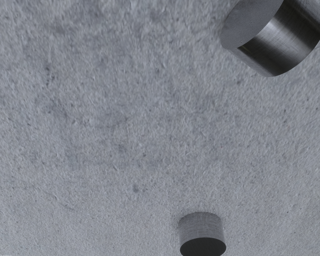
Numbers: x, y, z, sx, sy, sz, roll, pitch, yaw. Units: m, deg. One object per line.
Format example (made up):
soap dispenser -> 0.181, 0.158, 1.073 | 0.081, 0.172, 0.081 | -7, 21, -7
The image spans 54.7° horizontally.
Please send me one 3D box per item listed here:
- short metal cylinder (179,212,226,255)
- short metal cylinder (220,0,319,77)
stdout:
short metal cylinder -> 0.075, 0.196, 0.559 | 0.081, 0.050, 0.079 | 0, 130, 0
short metal cylinder -> 0.104, -0.095, 0.292 | 0.050, 0.080, 0.080 | 29, 124, -23
